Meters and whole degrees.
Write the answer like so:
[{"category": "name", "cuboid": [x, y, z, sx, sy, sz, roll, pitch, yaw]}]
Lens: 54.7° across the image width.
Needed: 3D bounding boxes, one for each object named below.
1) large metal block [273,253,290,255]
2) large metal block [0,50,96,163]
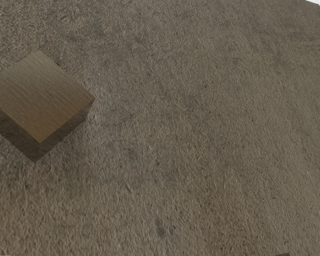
[{"category": "large metal block", "cuboid": [0.120, 0.195, 0.333, 0.081, 0.050, 0.080, -17, 71, -35]}, {"category": "large metal block", "cuboid": [-0.131, -0.024, 0.331, 0.080, 0.050, 0.080, 41, 51, -1]}]
